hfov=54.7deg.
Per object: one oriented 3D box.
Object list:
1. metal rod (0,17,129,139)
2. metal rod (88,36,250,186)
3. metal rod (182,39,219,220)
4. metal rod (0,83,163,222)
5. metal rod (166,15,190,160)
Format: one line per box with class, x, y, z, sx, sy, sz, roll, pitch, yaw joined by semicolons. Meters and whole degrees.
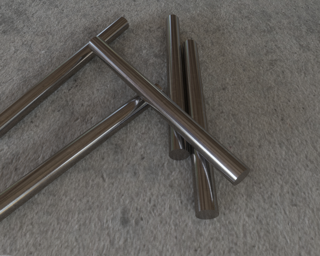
metal rod;-0.142;-0.091;0.477;0.025;0.025;0.301;24;54;18
metal rod;-0.006;-0.039;0.401;0.025;0.025;0.300;-31;57;-24
metal rod;0.050;-0.023;0.423;0.025;0.025;0.300;0;50;0
metal rod;-0.105;0.030;0.376;0.025;0.025;0.302;35;58;25
metal rod;0.023;-0.082;0.472;0.025;0.025;0.300;0;50;0
